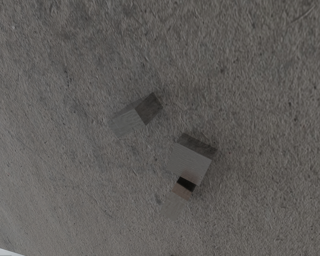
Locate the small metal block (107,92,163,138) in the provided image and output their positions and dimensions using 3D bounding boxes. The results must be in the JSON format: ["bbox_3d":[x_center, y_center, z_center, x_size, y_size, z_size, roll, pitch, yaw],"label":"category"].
[{"bbox_3d":[-0.031,-0.017,0.397,0.050,0.050,0.025,-23,106,36],"label":"small metal block"}]

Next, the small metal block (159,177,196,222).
[{"bbox_3d":[0.028,0.094,0.434,0.025,0.050,0.050,30,128,9],"label":"small metal block"}]

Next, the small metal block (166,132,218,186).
[{"bbox_3d":[0.041,0.042,0.411,0.050,0.025,0.050,26,128,11],"label":"small metal block"}]
